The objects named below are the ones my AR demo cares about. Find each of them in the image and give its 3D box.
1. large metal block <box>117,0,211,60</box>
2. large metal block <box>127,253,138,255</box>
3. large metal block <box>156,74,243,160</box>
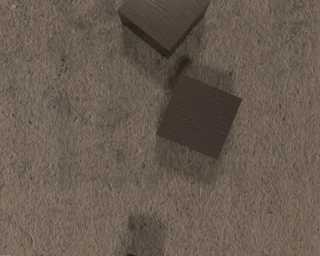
[{"bbox_3d":[0.005,-0.148,0.397,0.080,0.050,0.080,39,90,-1],"label":"large metal block"},{"bbox_3d":[-0.031,0.216,0.382,0.050,0.080,0.080,16,90,0],"label":"large metal block"},{"bbox_3d":[0.047,-0.014,0.398,0.080,0.050,0.080,22,90,-1],"label":"large metal block"}]
